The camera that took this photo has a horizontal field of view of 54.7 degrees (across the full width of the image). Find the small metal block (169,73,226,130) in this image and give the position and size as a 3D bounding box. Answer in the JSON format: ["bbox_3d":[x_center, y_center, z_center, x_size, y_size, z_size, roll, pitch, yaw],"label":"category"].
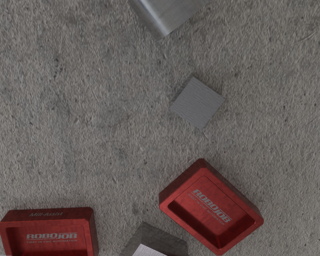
[{"bbox_3d":[0.046,-0.034,0.398,0.050,0.025,0.050,33,107,-12],"label":"small metal block"}]

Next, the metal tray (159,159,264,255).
[{"bbox_3d":[0.074,0.117,0.450,0.130,0.030,0.090,42,104,-14],"label":"metal tray"}]

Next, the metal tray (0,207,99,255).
[{"bbox_3d":[-0.164,0.168,0.467,0.131,0.030,0.089,-2,110,0],"label":"metal tray"}]

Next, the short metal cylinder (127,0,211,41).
[{"bbox_3d":[0.013,-0.138,0.330,0.080,0.080,0.050,-36,106,12],"label":"short metal cylinder"}]

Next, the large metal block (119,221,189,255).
[{"bbox_3d":[-0.012,0.202,0.471,0.080,0.050,0.080,29,107,-10],"label":"large metal block"}]
